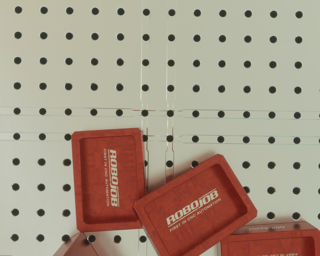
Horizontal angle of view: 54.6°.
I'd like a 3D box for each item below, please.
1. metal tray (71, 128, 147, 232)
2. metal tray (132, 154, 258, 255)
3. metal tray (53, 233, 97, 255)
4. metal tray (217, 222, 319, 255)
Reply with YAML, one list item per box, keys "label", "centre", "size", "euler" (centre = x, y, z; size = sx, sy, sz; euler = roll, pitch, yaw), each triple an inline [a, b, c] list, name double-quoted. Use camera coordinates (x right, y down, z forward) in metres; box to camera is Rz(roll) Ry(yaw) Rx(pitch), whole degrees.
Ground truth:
- label: "metal tray"
  centre: [-0.065, 0.066, 0.410]
  size: [0.090, 0.030, 0.129]
  euler: [-3, 90, 0]
- label: "metal tray"
  centre: [0.043, 0.101, 0.385]
  size: [0.131, 0.030, 0.090]
  euler: [-27, 79, -17]
- label: "metal tray"
  centre: [-0.085, 0.204, 0.380]
  size: [0.030, 0.090, 0.130]
  euler: [-32, 90, 0]
- label: "metal tray"
  centre: [0.145, 0.178, 0.411]
  size: [0.131, 0.030, 0.090]
  euler: [-4, 90, 0]
